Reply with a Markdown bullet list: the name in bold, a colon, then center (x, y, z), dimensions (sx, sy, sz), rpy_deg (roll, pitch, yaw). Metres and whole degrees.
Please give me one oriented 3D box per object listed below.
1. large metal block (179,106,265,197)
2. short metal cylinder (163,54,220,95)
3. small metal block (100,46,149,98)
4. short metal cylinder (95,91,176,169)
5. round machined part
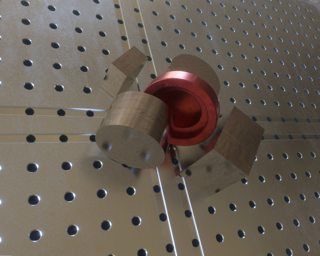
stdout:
- **large metal block**: center (0.080, 0.031, 0.399), dimensions (0.050, 0.080, 0.080), rpy_deg (37, 51, -4)
- **short metal cylinder**: center (0.040, -0.060, 0.451), dimensions (0.081, 0.050, 0.080), rpy_deg (14, 56, -21)
- **small metal block**: center (-0.048, -0.074, 0.413), dimensions (0.025, 0.050, 0.050), rpy_deg (41, 51, -1)
- **short metal cylinder**: center (-0.027, 0.004, 0.357), dimensions (0.080, 0.080, 0.050), rpy_deg (28, 52, -12)
- **round machined part**: center (0.027, -0.028, 0.395), dimensions (0.098, 0.097, 0.042), rpy_deg (36, 39, -5)
